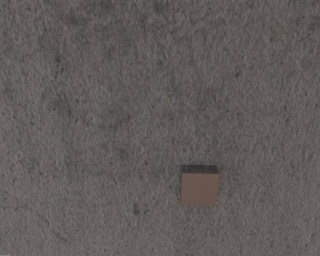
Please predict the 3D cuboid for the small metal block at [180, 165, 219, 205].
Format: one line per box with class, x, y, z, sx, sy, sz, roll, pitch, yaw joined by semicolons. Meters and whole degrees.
small metal block;0.055;0.081;0.440;0.050;0.025;0.050;1;110;-1
